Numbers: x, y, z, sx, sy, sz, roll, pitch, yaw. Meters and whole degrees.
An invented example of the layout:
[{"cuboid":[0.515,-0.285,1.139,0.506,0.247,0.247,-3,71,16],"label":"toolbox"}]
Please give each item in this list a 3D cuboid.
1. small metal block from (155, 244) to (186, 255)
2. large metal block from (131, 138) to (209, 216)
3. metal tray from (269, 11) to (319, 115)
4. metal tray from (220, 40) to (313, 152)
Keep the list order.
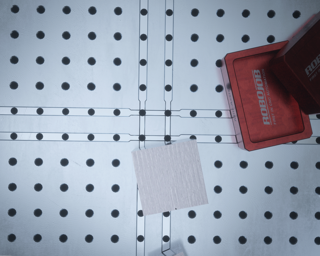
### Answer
[{"cuboid":[0.017,0.193,0.414,0.050,0.025,0.050,-24,90,-1],"label":"small metal block"},{"cuboid":[0.012,0.060,0.401,0.080,0.050,0.080,-11,90,-1],"label":"large metal block"},{"cuboid":[0.211,-0.090,0.392,0.130,0.030,0.090,-44,99,-14],"label":"metal tray"},{"cuboid":[0.140,-0.041,0.412,0.091,0.030,0.129,-13,90,-1],"label":"metal tray"}]
